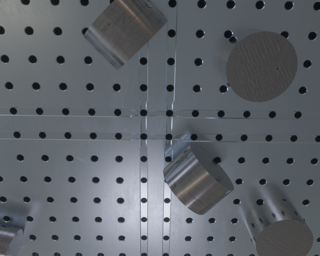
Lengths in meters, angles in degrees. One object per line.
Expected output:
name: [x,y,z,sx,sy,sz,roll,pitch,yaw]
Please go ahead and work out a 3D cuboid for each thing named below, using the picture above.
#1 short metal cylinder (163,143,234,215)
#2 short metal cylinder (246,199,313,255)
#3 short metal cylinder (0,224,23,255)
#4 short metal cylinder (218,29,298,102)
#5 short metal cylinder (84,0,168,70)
short metal cylinder: [0.051,0.066,0.409,0.080,0.080,0.050,42,105,-14]
short metal cylinder: [0.175,0.153,0.458,0.081,0.050,0.079,0,110,0]
short metal cylinder: [-0.242,0.182,0.449,0.050,0.080,0.079,16,109,-6]
short metal cylinder: [0.115,-0.076,0.373,0.081,0.050,0.079,0,110,0]
short metal cylinder: [-0.037,-0.110,0.343,0.080,0.080,0.050,-41,105,14]
